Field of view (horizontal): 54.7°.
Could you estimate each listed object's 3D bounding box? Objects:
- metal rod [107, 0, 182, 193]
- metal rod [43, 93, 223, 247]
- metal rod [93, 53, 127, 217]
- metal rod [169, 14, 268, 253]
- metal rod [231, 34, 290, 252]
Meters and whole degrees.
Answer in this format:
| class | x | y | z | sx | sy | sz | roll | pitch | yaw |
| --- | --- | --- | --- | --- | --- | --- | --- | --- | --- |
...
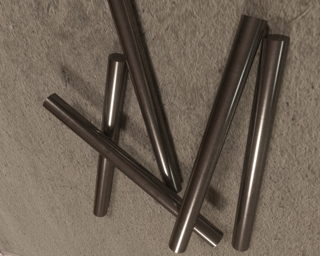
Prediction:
| class | x | y | z | sx | sy | sz | roll | pitch | yaw |
| --- | --- | --- | --- | --- | --- | --- | --- | --- | --- |
| metal rod | -0.017 | -0.042 | 0.388 | 0.025 | 0.025 | 0.298 | -2 | 118 | 29 |
| metal rod | -0.037 | 0.057 | 0.426 | 0.300 | 0.025 | 0.025 | 40 | 129 | 0 |
| metal rod | -0.078 | 0.031 | 0.465 | 0.025 | 0.025 | 0.298 | 23 | 127 | 13 |
| metal rod | 0.057 | 0.027 | 0.355 | 0.025 | 0.025 | 0.298 | 21 | 115 | 15 |
| metal rod | 0.114 | 0.041 | 0.371 | 0.025 | 0.025 | 0.298 | 12 | 124 | 21 |
